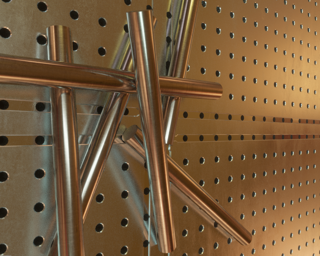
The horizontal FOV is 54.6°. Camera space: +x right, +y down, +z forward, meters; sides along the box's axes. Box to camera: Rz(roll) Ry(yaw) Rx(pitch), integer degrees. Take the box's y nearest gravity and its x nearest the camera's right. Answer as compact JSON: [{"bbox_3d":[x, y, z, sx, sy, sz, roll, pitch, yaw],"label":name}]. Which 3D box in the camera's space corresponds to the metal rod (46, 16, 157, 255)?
[{"bbox_3d":[-0.061,-0.001,0.357,0.025,0.025,0.299,29,72,-36],"label":"metal rod"}]

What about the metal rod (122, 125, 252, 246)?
[{"bbox_3d":[0.055,0.097,0.453,0.300,0.025,0.025,45,63,-31],"label":"metal rod"}]

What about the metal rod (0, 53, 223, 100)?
[{"bbox_3d":[-0.033,-0.050,0.342,0.302,0.025,0.025,-1,91,-42],"label":"metal rod"}]

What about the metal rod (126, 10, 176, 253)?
[{"bbox_3d":[-0.005,0.024,0.356,0.025,0.025,0.298,-26,121,-37],"label":"metal rod"}]

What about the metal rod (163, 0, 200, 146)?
[{"bbox_3d":[0.033,-0.124,0.435,0.025,0.025,0.299,18,79,-39],"label":"metal rod"}]

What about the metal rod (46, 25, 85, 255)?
[{"bbox_3d":[-0.092,0.047,0.308,0.025,0.025,0.299,-1,84,-40],"label":"metal rod"}]
